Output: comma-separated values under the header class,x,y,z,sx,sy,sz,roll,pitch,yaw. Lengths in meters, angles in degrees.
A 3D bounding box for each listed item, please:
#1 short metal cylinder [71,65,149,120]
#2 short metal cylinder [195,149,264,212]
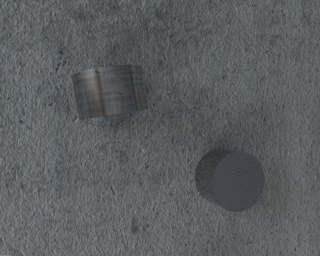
class,x,y,z,sx,sy,sz,roll,pitch,yaw
short metal cylinder,-0.057,-0.040,0.359,0.081,0.080,0.050,-11,94,-20
short metal cylinder,0.096,0.071,0.431,0.081,0.050,0.080,0,90,-20
